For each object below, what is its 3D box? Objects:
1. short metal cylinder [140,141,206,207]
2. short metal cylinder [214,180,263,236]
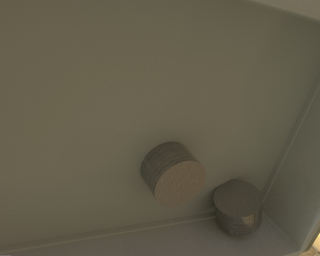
[{"bbox_3d":[0.019,0.066,0.446,0.081,0.050,0.079,-14,125,-21],"label":"short metal cylinder"},{"bbox_3d":[0.135,0.137,0.534,0.081,0.080,0.050,-22,127,-15],"label":"short metal cylinder"}]
